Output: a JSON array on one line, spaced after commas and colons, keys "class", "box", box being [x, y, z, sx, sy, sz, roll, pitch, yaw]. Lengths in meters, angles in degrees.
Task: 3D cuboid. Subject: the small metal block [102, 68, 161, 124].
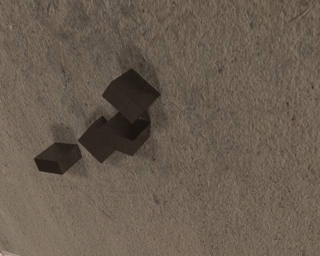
[{"class": "small metal block", "box": [-0.034, -0.041, 0.382, 0.050, 0.050, 0.025, 42, 129, -1]}]

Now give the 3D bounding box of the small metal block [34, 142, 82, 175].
[{"class": "small metal block", "box": [-0.166, 0.049, 0.506, 0.050, 0.050, 0.025, 4, 120, 26]}]

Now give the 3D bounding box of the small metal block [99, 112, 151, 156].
[{"class": "small metal block", "box": [-0.047, 0.007, 0.418, 0.050, 0.050, 0.025, 19, 126, 17]}]

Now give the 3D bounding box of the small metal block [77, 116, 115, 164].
[{"class": "small metal block", "box": [-0.087, 0.018, 0.462, 0.050, 0.025, 0.050, 46, 129, -4]}]
